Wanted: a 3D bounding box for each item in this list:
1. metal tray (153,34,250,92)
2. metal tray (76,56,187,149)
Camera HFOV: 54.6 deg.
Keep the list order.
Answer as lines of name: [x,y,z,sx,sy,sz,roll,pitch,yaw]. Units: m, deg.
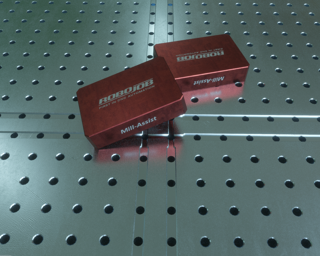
metal tray: [0.063,-0.104,0.493,0.131,0.030,0.090,-11,51,-9]
metal tray: [-0.040,-0.036,0.415,0.130,0.030,0.090,-22,52,0]
